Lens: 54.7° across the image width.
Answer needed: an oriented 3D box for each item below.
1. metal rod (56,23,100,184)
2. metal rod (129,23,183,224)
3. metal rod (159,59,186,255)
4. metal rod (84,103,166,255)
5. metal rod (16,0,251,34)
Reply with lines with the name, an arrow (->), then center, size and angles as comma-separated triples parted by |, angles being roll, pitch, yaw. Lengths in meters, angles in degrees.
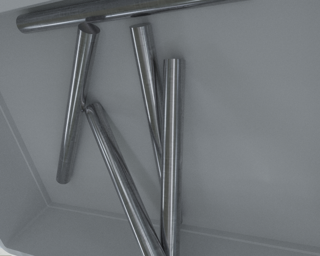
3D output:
metal rod -> -0.127, -0.012, 0.454 | 0.025, 0.025, 0.298 | 31, 132, 8
metal rod -> 0.000, 0.015, 0.416 | 0.025, 0.025, 0.298 | 4, 121, 26
metal rod -> 0.013, 0.071, 0.368 | 0.025, 0.025, 0.298 | 4, 96, 26
metal rod -> -0.034, 0.094, 0.384 | 0.025, 0.025, 0.299 | -48, 59, 39
metal rod -> -0.048, -0.135, 0.348 | 0.301, 0.025, 0.025 | 2, 119, 27
